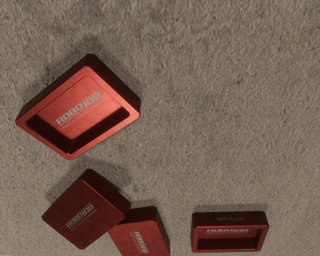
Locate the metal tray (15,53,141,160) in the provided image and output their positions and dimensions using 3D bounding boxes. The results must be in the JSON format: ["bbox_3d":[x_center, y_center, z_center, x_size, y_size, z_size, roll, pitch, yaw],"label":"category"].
[{"bbox_3d":[-0.100,-0.020,0.385,0.130,0.030,0.090,-31,124,23],"label":"metal tray"}]

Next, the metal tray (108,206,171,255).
[{"bbox_3d":[-0.037,0.199,0.573,0.090,0.030,0.129,-10,130,8],"label":"metal tray"}]

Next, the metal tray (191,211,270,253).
[{"bbox_3d":[0.124,0.193,0.569,0.131,0.030,0.089,-1,130,0],"label":"metal tray"}]

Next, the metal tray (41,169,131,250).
[{"bbox_3d":[-0.120,0.134,0.497,0.090,0.030,0.129,43,120,-8],"label":"metal tray"}]
